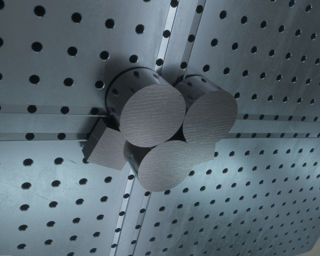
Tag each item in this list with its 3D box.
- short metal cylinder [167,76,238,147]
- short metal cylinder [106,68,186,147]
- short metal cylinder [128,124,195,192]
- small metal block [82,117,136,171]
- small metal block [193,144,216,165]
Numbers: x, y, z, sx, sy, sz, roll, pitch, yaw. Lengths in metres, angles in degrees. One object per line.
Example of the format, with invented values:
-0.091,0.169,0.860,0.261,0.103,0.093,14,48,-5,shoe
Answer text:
0.053,-0.022,0.406,0.081,0.050,0.079,-14,124,-21,short metal cylinder
-0.017,-0.024,0.366,0.081,0.050,0.079,-14,124,-21,short metal cylinder
-0.001,0.038,0.414,0.081,0.050,0.079,-14,124,-21,short metal cylinder
-0.061,0.021,0.387,0.050,0.025,0.050,23,106,-37,small metal block
0.053,0.026,0.452,0.050,0.025,0.050,-13,124,-21,small metal block
